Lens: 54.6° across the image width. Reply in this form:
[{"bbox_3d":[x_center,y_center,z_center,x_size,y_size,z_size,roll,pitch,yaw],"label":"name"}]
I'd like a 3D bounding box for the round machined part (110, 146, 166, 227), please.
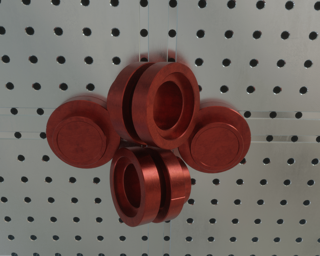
[{"bbox_3d":[-0.025,0.072,0.396,0.042,0.098,0.097,-3,114,-33],"label":"round machined part"}]

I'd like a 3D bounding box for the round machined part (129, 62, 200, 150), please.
[{"bbox_3d":[0.002,-0.027,0.357,0.042,0.099,0.097,11,116,39],"label":"round machined part"}]

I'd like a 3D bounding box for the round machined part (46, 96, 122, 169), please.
[{"bbox_3d":[-0.101,0.011,0.407,0.099,0.042,0.097,0,110,0],"label":"round machined part"}]

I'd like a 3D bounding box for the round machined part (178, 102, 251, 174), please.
[{"bbox_3d":[0.072,0.018,0.411,0.099,0.042,0.097,0,110,0],"label":"round machined part"}]

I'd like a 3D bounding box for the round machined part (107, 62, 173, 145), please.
[{"bbox_3d":[-0.025,-0.031,0.375,0.042,0.099,0.097,11,116,39],"label":"round machined part"}]

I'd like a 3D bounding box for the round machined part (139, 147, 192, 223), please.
[{"bbox_3d":[0.005,0.072,0.411,0.042,0.098,0.097,-3,114,-33],"label":"round machined part"}]
